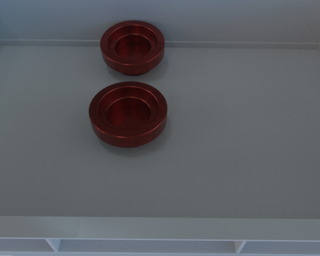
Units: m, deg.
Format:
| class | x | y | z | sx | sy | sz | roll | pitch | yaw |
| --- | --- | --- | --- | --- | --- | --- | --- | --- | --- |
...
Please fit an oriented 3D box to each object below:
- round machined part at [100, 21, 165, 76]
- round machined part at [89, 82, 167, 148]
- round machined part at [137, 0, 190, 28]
| class | x | y | z | sx | sy | sz | roll | pitch | yaw |
| --- | --- | --- | --- | --- | --- | --- | --- | --- | --- |
| round machined part | -0.042 | -0.121 | 0.490 | 0.099 | 0.042 | 0.098 | 0 | 58 | 0 |
| round machined part | -0.040 | -0.013 | 0.404 | 0.099 | 0.042 | 0.098 | 0 | 50 | 0 |
| round machined part | 0.006 | -0.227 | 0.587 | 0.099 | 0.042 | 0.098 | 0 | 50 | 0 |
